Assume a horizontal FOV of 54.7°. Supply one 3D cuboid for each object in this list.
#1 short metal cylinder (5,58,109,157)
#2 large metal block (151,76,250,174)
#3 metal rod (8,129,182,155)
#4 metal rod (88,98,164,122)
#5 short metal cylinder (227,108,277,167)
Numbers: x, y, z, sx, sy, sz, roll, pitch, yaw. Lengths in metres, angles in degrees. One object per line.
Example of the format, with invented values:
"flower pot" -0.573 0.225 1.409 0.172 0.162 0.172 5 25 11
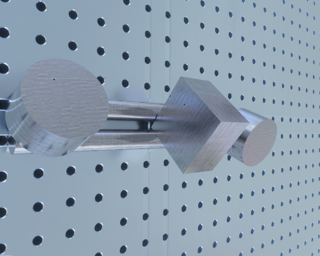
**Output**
"short metal cylinder" -0.096 -0.018 0.293 0.080 0.050 0.080 20 56 -31
"large metal block" 0.044 -0.003 0.372 0.050 0.080 0.079 1 132 -40
"metal rod" -0.024 0.014 0.389 0.302 0.025 0.025 1 90 -40
"metal rod" 0.034 -0.020 0.437 0.302 0.025 0.025 1 90 -40
"short metal cylinder" 0.139 0.014 0.492 0.081 0.050 0.079 -19 123 -31
